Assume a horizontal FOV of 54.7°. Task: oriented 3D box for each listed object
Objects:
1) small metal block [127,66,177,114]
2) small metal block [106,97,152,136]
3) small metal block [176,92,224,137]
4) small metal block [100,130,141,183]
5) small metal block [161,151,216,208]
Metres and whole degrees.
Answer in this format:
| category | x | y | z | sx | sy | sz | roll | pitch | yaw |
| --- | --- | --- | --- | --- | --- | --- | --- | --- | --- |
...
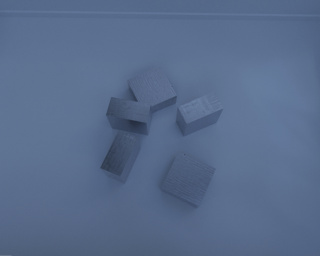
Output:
| category | x | y | z | sx | sy | sz | roll | pitch | yaw |
| --- | --- | --- | --- | --- | --- | --- | --- | --- | --- |
| small metal block | -0.011 | -0.050 | 0.428 | 0.050 | 0.025 | 0.050 | -24 | 72 | -9 |
| small metal block | -0.038 | -0.014 | 0.401 | 0.050 | 0.050 | 0.025 | 11 | 71 | 4 |
| small metal block | 0.050 | -0.017 | 0.403 | 0.050 | 0.050 | 0.025 | -23 | 72 | -8 |
| small metal block | -0.047 | 0.037 | 0.382 | 0.025 | 0.050 | 0.050 | 21 | 72 | 7 |
| small metal block | 0.035 | 0.065 | 0.386 | 0.050 | 0.025 | 0.050 | 25 | 72 | 8 |
